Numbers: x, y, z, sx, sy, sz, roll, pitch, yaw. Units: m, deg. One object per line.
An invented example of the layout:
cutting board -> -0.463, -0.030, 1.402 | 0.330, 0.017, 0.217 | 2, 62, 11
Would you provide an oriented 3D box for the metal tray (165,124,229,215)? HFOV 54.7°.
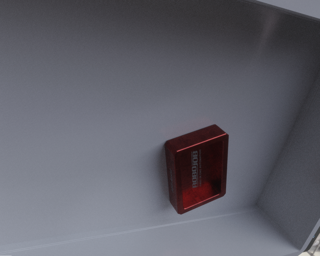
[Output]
metal tray -> 0.058, 0.066, 0.480 | 0.091, 0.030, 0.129 | -18, 126, -18
